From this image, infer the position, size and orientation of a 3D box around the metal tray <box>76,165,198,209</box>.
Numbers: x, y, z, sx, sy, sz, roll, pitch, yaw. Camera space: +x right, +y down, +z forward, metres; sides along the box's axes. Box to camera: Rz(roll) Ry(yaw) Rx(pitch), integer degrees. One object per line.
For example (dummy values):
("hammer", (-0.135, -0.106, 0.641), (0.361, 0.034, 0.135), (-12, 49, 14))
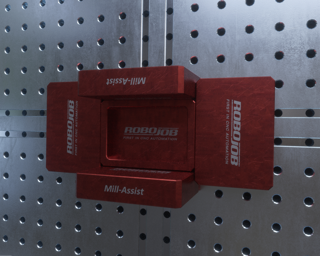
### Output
("metal tray", (-0.025, 0.068, 0.384), (0.130, 0.090, 0.030), (1, 91, 19))

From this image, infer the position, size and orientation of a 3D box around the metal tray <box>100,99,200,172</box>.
("metal tray", (-0.014, 0.008, 0.412), (0.130, 0.030, 0.089), (1, 90, 19))

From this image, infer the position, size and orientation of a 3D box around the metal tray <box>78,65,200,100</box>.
("metal tray", (-0.023, -0.052, 0.385), (0.130, 0.090, 0.030), (1, 91, 19))

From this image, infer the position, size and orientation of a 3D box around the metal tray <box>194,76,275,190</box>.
("metal tray", (0.090, 0.005, 0.376), (0.090, 0.030, 0.129), (1, 90, 18))

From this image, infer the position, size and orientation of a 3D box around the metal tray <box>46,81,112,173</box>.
("metal tray", (-0.118, -0.001, 0.450), (0.090, 0.030, 0.129), (1, 90, 19))
